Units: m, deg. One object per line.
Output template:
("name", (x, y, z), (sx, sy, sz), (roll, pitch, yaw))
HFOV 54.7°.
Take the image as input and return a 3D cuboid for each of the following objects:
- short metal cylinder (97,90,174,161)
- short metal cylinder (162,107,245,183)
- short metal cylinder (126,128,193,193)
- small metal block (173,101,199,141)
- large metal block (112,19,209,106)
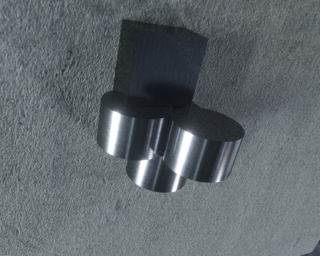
("short metal cylinder", (-0.029, -0.006, 0.354), (0.081, 0.080, 0.050), (-2, 120, -28))
("short metal cylinder", (0.047, 0.016, 0.344), (0.081, 0.080, 0.050), (-2, 120, -28))
("short metal cylinder", (0.001, 0.037, 0.397), (0.081, 0.080, 0.050), (-1, 119, -28))
("small metal block", (0.022, -0.015, 0.398), (0.025, 0.050, 0.050), (1, 118, -29))
("large metal block", (-0.002, -0.071, 0.348), (0.081, 0.050, 0.079), (-2, 119, -28))
